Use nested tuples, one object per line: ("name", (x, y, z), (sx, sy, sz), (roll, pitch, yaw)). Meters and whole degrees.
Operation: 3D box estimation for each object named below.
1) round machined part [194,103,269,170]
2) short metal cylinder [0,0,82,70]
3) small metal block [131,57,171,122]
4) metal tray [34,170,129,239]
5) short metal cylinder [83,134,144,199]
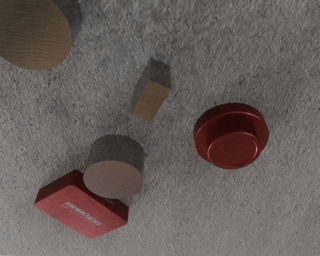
("round machined part", (0.095, 0.018, 0.412), (0.099, 0.042, 0.097), (0, 130, 0))
("short metal cylinder", (-0.121, -0.104, 0.301), (0.081, 0.050, 0.079), (0, 130, 0))
("small metal block", (-0.010, -0.044, 0.353), (0.025, 0.050, 0.050), (21, 127, -17))
("metal tray", (-0.126, 0.131, 0.514), (0.090, 0.030, 0.130), (-29, 125, 22))
("short metal cylinder", (-0.063, 0.055, 0.437), (0.081, 0.050, 0.079), (0, 130, 0))
